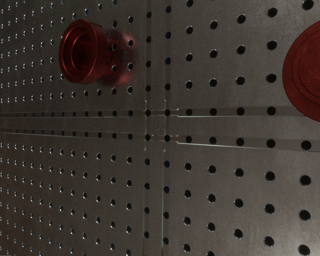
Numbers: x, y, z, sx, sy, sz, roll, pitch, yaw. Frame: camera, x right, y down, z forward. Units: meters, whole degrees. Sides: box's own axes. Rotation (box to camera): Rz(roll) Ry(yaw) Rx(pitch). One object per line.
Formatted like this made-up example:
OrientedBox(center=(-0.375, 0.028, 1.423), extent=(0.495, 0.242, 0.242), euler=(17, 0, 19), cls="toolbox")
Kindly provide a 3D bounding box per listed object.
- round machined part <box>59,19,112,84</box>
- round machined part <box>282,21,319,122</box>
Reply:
OrientedBox(center=(-0.114, -0.117, 0.490), extent=(0.098, 0.042, 0.097), euler=(0, 90, 39), cls="round machined part")
OrientedBox(center=(0.156, -0.051, 0.269), extent=(0.098, 0.042, 0.097), euler=(0, 90, 39), cls="round machined part")
